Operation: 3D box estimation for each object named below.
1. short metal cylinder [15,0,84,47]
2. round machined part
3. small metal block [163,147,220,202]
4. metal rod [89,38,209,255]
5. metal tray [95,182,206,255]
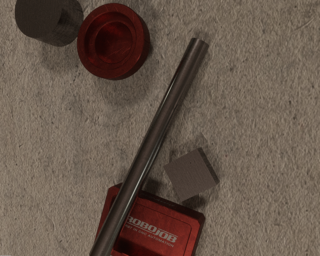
[{"bbox_3d":[-0.160,-0.164,0.451,0.080,0.050,0.079,0,90,19],"label":"short metal cylinder"},{"bbox_3d":[-0.058,-0.113,0.419,0.098,0.042,0.097,0,90,19],"label":"round machined part"},{"bbox_3d":[0.040,0.059,0.394,0.050,0.025,0.050,-30,81,17],"label":"small metal block"},{"bbox_3d":[-0.013,0.027,0.390,0.025,0.025,0.299,25,90,18],"label":"metal rod"},{"bbox_3d":[-0.016,0.137,0.410,0.130,0.030,0.089,17,96,18],"label":"metal tray"}]
